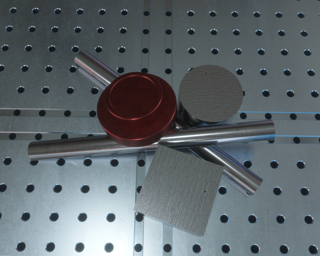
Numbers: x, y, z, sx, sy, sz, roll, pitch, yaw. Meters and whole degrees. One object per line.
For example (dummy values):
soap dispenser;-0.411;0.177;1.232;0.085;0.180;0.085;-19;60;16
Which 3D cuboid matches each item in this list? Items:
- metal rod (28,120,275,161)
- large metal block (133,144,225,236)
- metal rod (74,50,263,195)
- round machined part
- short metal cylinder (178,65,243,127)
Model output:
metal rod;-0.014;0.016;0.386;0.302;0.025;0.025;-5;70;5
large metal block;0.022;0.075;0.369;0.080;0.050;0.080;19;71;6
metal rod;0.003;-0.014;0.417;0.300;0.025;0.025;37;74;12
round machined part;-0.029;-0.029;0.377;0.099;0.042;0.098;-2;61;5
short metal cylinder;0.064;-0.036;0.411;0.081;0.050;0.080;0;70;0
